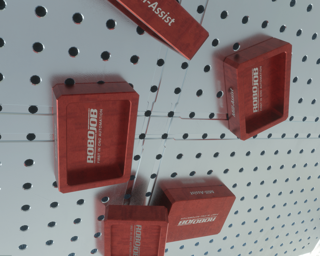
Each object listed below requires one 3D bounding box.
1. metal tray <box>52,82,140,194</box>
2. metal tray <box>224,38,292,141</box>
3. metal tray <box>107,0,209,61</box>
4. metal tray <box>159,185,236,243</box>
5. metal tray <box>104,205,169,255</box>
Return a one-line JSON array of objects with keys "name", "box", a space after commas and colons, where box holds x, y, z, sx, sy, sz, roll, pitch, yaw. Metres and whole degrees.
[{"name": "metal tray", "box": [-0.078, 0.012, 0.372, 0.091, 0.030, 0.129, -6, 121, -26]}, {"name": "metal tray", "box": [0.144, -0.054, 0.452, 0.091, 0.030, 0.129, -24, 127, -13]}, {"name": "metal tray", "box": [-0.024, -0.119, 0.281, 0.131, 0.090, 0.030, 30, 102, -38]}, {"name": "metal tray", "box": [0.058, 0.146, 0.529, 0.131, 0.030, 0.089, 3, 117, -30]}, {"name": "metal tray", "box": [-0.038, 0.176, 0.474, 0.091, 0.030, 0.129, 3, 120, -5]}]
